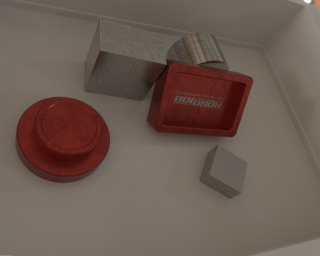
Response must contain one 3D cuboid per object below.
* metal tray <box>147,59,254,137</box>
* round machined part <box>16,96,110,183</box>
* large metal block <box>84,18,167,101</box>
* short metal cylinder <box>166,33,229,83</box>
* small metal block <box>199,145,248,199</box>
[{"bbox_3d":[0.055,-0.037,0.419,0.131,0.089,0.030,4,20,-27],"label":"metal tray"},{"bbox_3d":[-0.102,0.006,0.337,0.099,0.042,0.098,14,56,-21],"label":"round machined part"},{"bbox_3d":[-0.047,-0.083,0.396,0.081,0.080,0.050,7,59,-24],"label":"large metal block"},{"bbox_3d":[0.055,-0.094,0.459,0.081,0.080,0.050,-3,63,-30],"label":"short metal cylinder"},{"bbox_3d":[0.087,0.059,0.418,0.050,0.025,0.050,31,51,-9],"label":"small metal block"}]
